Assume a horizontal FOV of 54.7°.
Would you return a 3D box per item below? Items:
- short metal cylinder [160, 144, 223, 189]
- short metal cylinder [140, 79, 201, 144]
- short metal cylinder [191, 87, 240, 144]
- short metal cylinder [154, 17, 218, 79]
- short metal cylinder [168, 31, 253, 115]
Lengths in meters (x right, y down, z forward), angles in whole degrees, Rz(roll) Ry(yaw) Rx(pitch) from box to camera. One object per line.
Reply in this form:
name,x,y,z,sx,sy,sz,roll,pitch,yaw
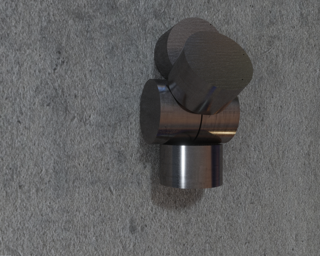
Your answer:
short metal cylinder,0.040,0.045,0.397,0.081,0.080,0.050,0,90,-20
short metal cylinder,0.010,-0.020,0.386,0.050,0.080,0.079,1,90,-21
short metal cylinder,0.060,-0.019,0.404,0.050,0.080,0.079,0,90,-20
short metal cylinder,0.038,-0.099,0.413,0.081,0.050,0.079,0,90,-21
short metal cylinder,0.055,-0.061,0.348,0.081,0.050,0.080,10,59,-16
